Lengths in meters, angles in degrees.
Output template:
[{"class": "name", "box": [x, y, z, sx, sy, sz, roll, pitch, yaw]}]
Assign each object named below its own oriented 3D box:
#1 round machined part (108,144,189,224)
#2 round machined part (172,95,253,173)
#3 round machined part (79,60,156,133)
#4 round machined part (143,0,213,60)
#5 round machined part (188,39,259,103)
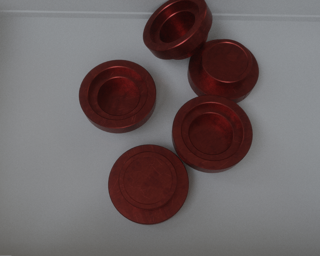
[{"class": "round machined part", "box": [-0.014, 0.066, 0.376, 0.099, 0.042, 0.098, 0, 70, -1]}, {"class": "round machined part", "box": [0.064, 0.010, 0.398, 0.099, 0.042, 0.098, 0, 70, -1]}, {"class": "round machined part", "box": [-0.054, -0.038, 0.414, 0.099, 0.042, 0.098, 0, 70, -1]}, {"class": "round machined part", "box": [0.028, -0.136, 0.435, 0.098, 0.042, 0.098, -17, 55, 26]}, {"class": "round machined part", "box": [0.090, -0.084, 0.432, 0.099, 0.042, 0.098, 0, 70, -1]}]
